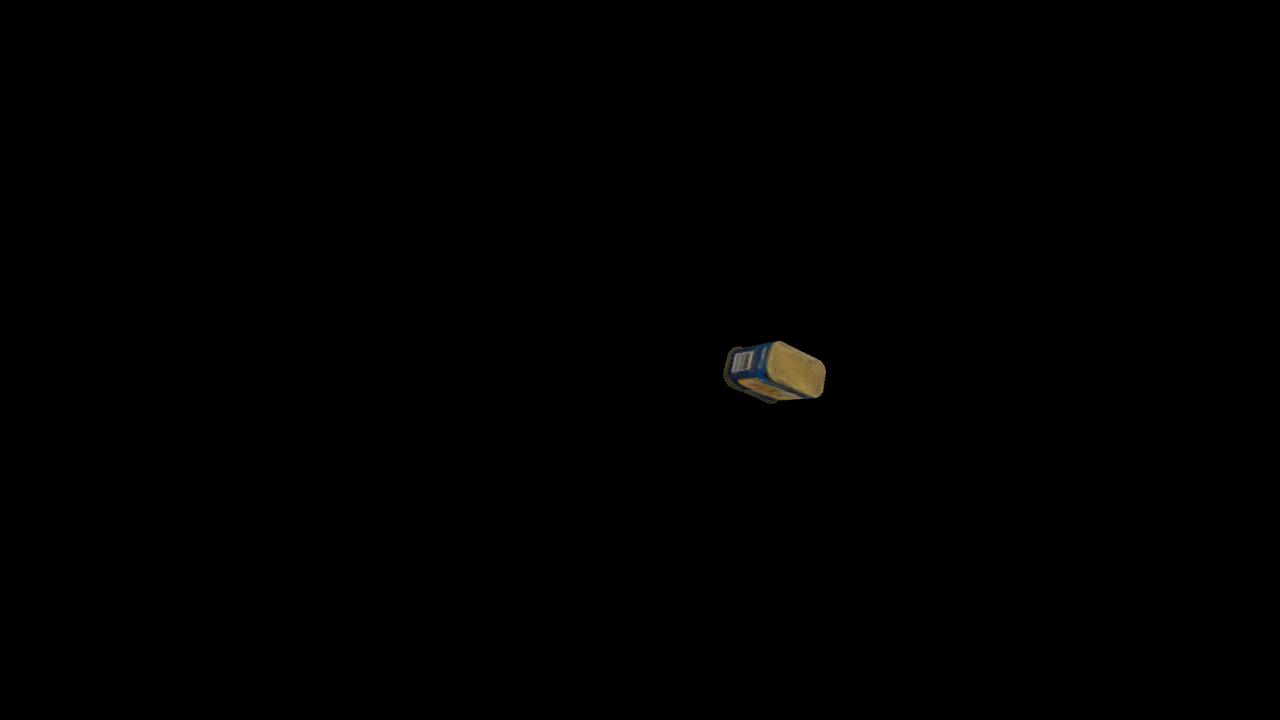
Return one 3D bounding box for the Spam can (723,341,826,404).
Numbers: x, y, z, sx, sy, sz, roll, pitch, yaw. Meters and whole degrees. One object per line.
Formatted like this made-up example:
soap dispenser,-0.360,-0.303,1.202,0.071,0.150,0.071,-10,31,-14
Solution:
Spam can,0.175,0.017,0.799,0.101,0.058,0.085,22,-16,-25
